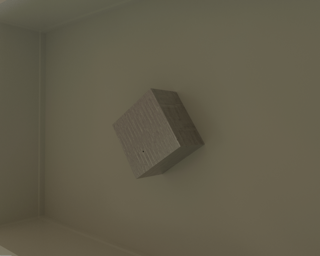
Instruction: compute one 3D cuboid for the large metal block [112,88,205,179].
[{"bbox_3d":[-0.004,0.008,0.392,0.080,0.050,0.080,-40,66,32],"label":"large metal block"}]
